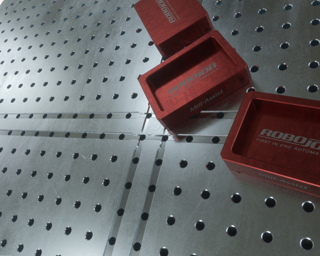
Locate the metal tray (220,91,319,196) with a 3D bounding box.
[{"bbox_3d":[0.141,0.014,0.322,0.130,0.030,0.090,14,69,33],"label":"metal tray"}]

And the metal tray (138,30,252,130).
[{"bbox_3d":[0.043,-0.067,0.421,0.130,0.030,0.090,-31,52,7],"label":"metal tray"}]

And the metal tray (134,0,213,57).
[{"bbox_3d":[0.018,-0.184,0.507,0.090,0.030,0.130,-30,52,8],"label":"metal tray"}]
